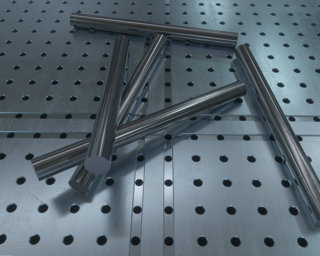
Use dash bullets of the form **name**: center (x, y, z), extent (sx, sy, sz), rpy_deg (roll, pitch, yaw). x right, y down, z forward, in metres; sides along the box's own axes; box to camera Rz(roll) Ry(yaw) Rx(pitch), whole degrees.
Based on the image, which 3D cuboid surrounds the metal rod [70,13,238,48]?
- **metal rod**: center (-0.014, -0.176, 0.555), extent (0.302, 0.025, 0.025), rpy_deg (9, 51, 7)

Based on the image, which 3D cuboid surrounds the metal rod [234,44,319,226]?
- **metal rod**: center (0.157, -0.016, 0.422), extent (0.025, 0.025, 0.300), rpy_deg (-6, 50, -5)

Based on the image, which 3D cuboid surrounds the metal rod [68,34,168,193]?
- **metal rod**: center (-0.045, -0.042, 0.442), extent (0.025, 0.025, 0.300), rpy_deg (14, 51, 11)

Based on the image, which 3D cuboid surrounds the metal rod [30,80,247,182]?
- **metal rod**: center (-0.006, -0.007, 0.391), extent (0.302, 0.025, 0.025), rpy_deg (-22, 54, -26)

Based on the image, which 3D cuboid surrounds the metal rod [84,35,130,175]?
- **metal rod**: center (-0.062, -0.056, 0.413), extent (0.025, 0.025, 0.300), rpy_deg (0, 38, -1)
